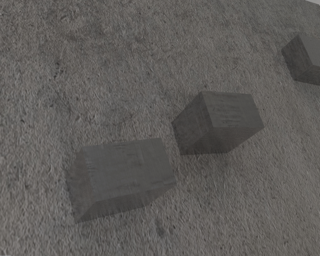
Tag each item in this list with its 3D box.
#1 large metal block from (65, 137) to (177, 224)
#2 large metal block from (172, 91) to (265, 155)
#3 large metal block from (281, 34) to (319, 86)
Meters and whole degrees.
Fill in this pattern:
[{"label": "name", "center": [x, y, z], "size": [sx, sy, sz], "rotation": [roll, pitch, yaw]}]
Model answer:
[{"label": "large metal block", "center": [-0.043, 0.053, 0.313], "size": [0.081, 0.080, 0.050], "rotation": [-6, 65, -31]}, {"label": "large metal block", "center": [0.074, -0.004, 0.411], "size": [0.081, 0.080, 0.050], "rotation": [0, 62, -28]}, {"label": "large metal block", "center": [0.309, -0.139, 0.638], "size": [0.081, 0.050, 0.080], "rotation": [5, 59, -26]}]
